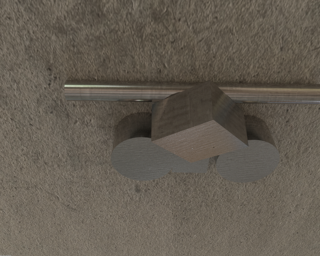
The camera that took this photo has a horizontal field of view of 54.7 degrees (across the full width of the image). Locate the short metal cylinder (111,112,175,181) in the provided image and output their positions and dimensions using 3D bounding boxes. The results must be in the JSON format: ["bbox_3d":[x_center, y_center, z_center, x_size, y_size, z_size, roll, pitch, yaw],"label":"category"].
[{"bbox_3d":[-0.022,0.025,0.413,0.081,0.050,0.079,0,130,0],"label":"short metal cylinder"}]

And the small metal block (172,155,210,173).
[{"bbox_3d":[0.043,0.038,0.442,0.050,0.025,0.050,1,130,-2],"label":"small metal block"}]

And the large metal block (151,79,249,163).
[{"bbox_3d":[0.047,-0.003,0.367,0.080,0.050,0.080,-21,145,33],"label":"large metal block"}]

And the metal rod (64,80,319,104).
[{"bbox_3d":[0.041,-0.043,0.372,0.302,0.025,0.025,1,130,-1],"label":"metal rod"}]

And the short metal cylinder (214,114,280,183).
[{"bbox_3d":[0.113,0.028,0.417,0.081,0.050,0.079,0,130,0],"label":"short metal cylinder"}]
